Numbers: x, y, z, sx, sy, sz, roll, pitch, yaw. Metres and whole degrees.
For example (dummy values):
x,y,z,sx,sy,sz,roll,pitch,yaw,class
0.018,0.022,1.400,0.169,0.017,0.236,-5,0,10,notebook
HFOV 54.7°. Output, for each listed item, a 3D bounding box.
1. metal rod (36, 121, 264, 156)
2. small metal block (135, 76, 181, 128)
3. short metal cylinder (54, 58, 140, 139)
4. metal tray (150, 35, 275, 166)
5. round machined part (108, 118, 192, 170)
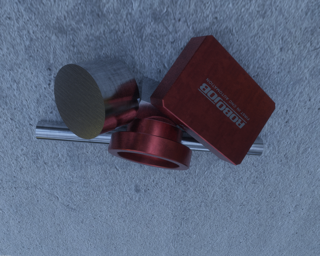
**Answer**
x,y,z,sx,sy,sz,roll,pitch,yaw,class
-0.010,0.015,0.421,0.302,0.025,0.025,5,130,-4,metal rod
-0.002,-0.030,0.365,0.050,0.050,0.025,18,128,-15,small metal block
-0.069,-0.033,0.337,0.080,0.050,0.079,16,117,34,short metal cylinder
0.064,-0.028,0.349,0.130,0.030,0.090,38,82,-28,metal tray
-0.009,0.019,0.373,0.099,0.042,0.098,11,165,3,round machined part
